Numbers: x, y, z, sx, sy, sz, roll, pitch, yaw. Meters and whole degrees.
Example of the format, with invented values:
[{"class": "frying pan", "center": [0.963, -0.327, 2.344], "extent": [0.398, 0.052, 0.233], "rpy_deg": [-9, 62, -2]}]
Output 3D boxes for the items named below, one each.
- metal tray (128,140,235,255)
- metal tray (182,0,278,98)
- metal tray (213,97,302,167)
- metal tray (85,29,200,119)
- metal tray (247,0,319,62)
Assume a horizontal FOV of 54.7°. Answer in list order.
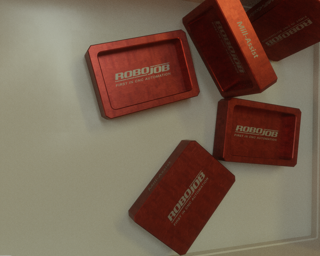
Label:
[{"class": "metal tray", "center": [0.032, 0.092, 0.421], "extent": [0.090, 0.030, 0.130], "rpy_deg": [42, 77, -16]}, {"class": "metal tray", "center": [0.089, -0.105, 0.409], "extent": [0.030, 0.090, 0.130], "rpy_deg": [-34, 101, -17]}, {"class": "metal tray", "center": [0.147, 0.008, 0.463], "extent": [0.131, 0.030, 0.089], "rpy_deg": [7, 88, -20]}, {"class": "metal tray", "center": [-0.021, -0.070, 0.400], "extent": [0.131, 0.030, 0.089], "rpy_deg": [-16, 96, -20]}, {"class": "metal tray", "center": [0.172, -0.142, 0.418], "extent": [0.091, 0.130, 0.030], "rpy_deg": [21, 73, -19]}]
